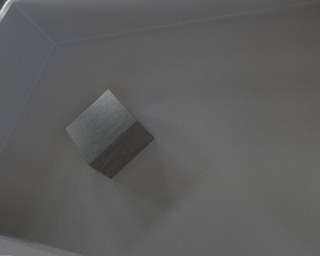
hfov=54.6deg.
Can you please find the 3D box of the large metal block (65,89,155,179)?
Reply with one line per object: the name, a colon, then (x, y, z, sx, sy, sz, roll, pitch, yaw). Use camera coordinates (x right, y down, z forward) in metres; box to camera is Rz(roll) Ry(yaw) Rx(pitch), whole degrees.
large metal block: (-0.069, 0.008, 0.422, 0.080, 0.050, 0.080, -43, 51, -2)
